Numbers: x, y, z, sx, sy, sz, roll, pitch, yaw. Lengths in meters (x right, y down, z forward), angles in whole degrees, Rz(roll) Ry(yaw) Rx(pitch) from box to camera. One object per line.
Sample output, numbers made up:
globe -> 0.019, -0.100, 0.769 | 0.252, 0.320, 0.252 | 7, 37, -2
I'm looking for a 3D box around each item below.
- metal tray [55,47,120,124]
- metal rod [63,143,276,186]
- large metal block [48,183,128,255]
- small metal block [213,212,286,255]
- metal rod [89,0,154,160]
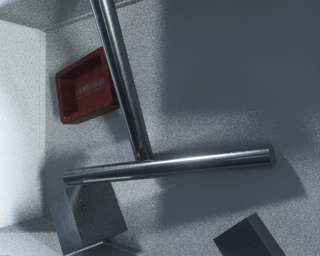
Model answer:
metal tray -> -0.114, -0.063, 0.494 | 0.130, 0.030, 0.090 | -16, 80, 38
metal rod -> -0.012, 0.052, 0.391 | 0.300, 0.025, 0.025 | -11, 83, 32
large metal block -> -0.105, 0.129, 0.455 | 0.050, 0.081, 0.080 | -36, 68, 34
small metal block -> 0.094, 0.127, 0.329 | 0.050, 0.025, 0.050 | -47, 63, 29
metal rod -> -0.051, -0.085, 0.358 | 0.025, 0.025, 0.298 | 11, 125, 39
